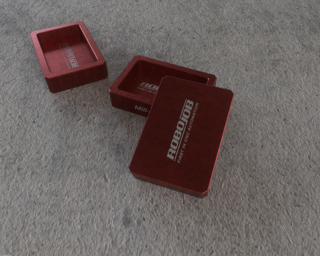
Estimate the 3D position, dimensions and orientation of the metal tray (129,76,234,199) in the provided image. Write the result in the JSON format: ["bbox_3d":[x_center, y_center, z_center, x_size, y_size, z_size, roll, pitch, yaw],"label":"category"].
[{"bbox_3d":[0.028,0.007,0.368,0.090,0.030,0.130,15,69,12],"label":"metal tray"}]

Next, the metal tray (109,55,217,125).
[{"bbox_3d":[0.005,-0.053,0.444,0.130,0.030,0.090,18,52,14],"label":"metal tray"}]

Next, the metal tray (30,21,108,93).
[{"bbox_3d":[-0.148,-0.118,0.497,0.091,0.030,0.130,-20,53,-16],"label":"metal tray"}]
